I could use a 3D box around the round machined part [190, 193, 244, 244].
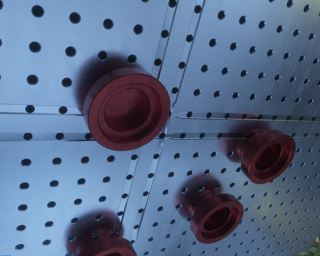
[{"bbox_3d":[0.096,0.155,0.551,0.099,0.042,0.097,-14,125,-21],"label":"round machined part"}]

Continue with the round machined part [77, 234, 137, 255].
[{"bbox_3d":[-0.088,0.205,0.480,0.099,0.042,0.097,-14,125,-21],"label":"round machined part"}]

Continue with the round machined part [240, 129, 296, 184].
[{"bbox_3d":[0.178,0.044,0.528,0.099,0.042,0.097,-14,125,-21],"label":"round machined part"}]

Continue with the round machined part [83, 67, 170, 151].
[{"bbox_3d":[-0.041,-0.025,0.364,0.099,0.042,0.097,-14,125,-21],"label":"round machined part"}]
